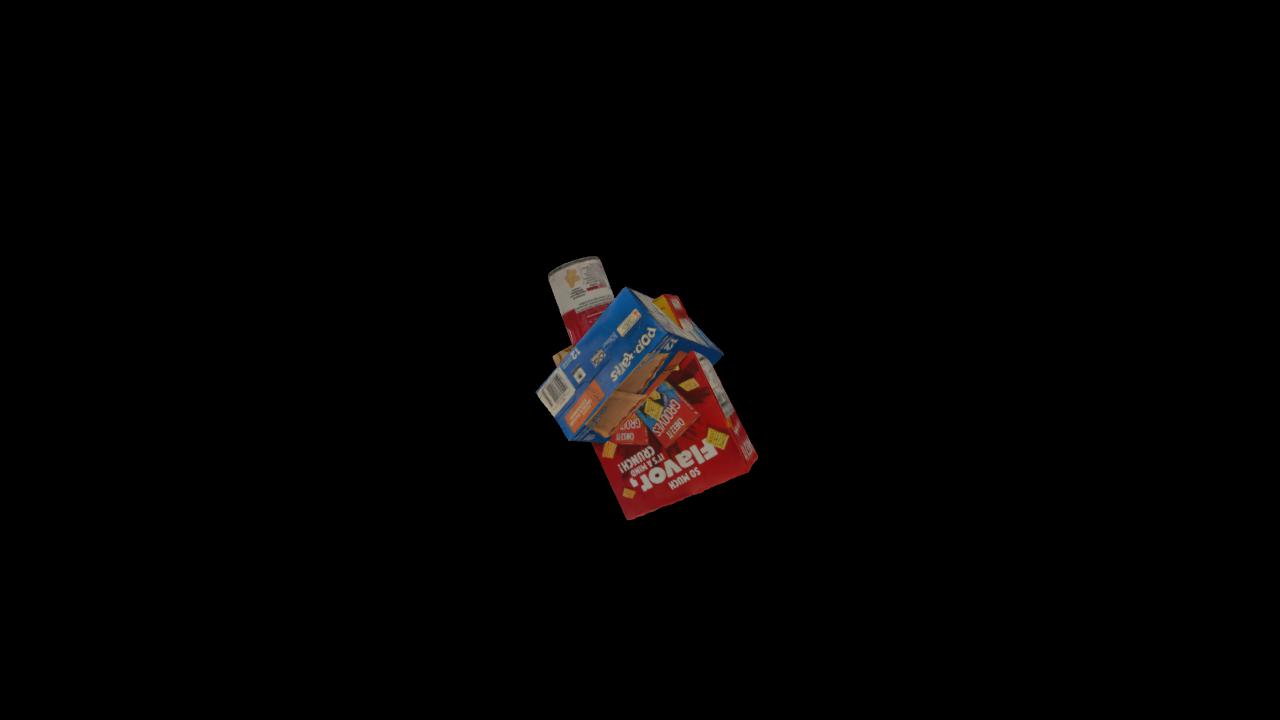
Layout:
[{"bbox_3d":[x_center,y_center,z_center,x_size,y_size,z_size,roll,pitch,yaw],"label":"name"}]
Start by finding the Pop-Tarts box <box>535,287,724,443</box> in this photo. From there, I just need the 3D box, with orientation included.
[{"bbox_3d":[-0.010,0.015,0.722,0.083,0.167,0.141,52,19,28],"label":"Pop-Tarts box"}]

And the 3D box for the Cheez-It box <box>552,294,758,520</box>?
[{"bbox_3d":[0.017,0.056,0.734,0.166,0.223,0.071,-28,-5,21],"label":"Cheez-It box"}]

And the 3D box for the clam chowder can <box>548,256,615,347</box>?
[{"bbox_3d":[-0.060,-0.062,0.720,0.068,0.102,0.068,-20,-2,-1],"label":"clam chowder can"}]
